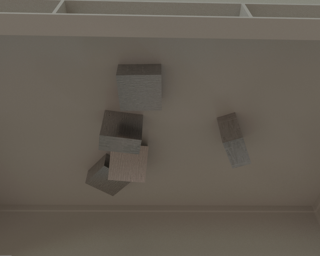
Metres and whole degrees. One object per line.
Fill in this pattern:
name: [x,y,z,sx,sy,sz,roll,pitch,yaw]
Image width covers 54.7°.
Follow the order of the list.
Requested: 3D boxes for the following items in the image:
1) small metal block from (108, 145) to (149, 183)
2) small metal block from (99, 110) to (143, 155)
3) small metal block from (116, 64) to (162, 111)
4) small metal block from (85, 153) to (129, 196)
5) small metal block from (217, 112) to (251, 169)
small metal block: [-0.044,0.047,0.432,0.050,0.025,0.050,5,89,-5]
small metal block: [-0.049,0.005,0.396,0.050,0.050,0.025,7,130,-7]
small metal block: [-0.023,-0.048,0.368,0.050,0.025,0.050,-1,130,0]
small metal block: [-0.076,0.072,0.469,0.050,0.025,0.050,33,123,-25]
small metal block: [0.097,0.016,0.408,0.025,0.050,0.050,-18,128,14]
